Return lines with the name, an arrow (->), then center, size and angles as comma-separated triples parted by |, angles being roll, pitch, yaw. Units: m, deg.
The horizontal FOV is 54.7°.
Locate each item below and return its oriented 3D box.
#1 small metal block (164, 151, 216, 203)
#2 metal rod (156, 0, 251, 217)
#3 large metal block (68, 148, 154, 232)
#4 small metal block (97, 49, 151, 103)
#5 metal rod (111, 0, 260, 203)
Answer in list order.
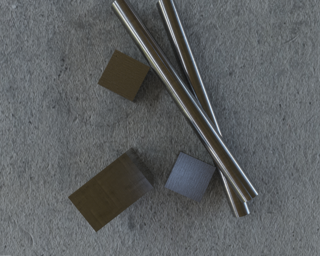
small metal block -> 0.039, 0.063, 0.411 | 0.050, 0.025, 0.050 | 24, 90, -1
metal rod -> 0.058, -0.027, 0.410 | 0.025, 0.025, 0.299 | -20, 90, 0
large metal block -> -0.055, 0.071, 0.382 | 0.080, 0.080, 0.050 | -38, 90, 0
small metal block -> -0.046, -0.068, 0.409 | 0.050, 0.025, 0.050 | 27, 90, -1
metal rod -> 0.028, -0.040, 0.393 | 0.025, 0.025, 0.299 | -33, 84, 0
